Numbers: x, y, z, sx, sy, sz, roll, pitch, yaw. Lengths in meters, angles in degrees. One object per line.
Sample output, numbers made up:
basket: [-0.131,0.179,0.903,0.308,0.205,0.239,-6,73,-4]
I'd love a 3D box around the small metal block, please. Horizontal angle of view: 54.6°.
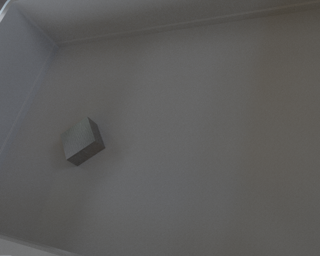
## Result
small metal block: [-0.114,0.019,0.455,0.050,0.025,0.050,-33,51,6]
